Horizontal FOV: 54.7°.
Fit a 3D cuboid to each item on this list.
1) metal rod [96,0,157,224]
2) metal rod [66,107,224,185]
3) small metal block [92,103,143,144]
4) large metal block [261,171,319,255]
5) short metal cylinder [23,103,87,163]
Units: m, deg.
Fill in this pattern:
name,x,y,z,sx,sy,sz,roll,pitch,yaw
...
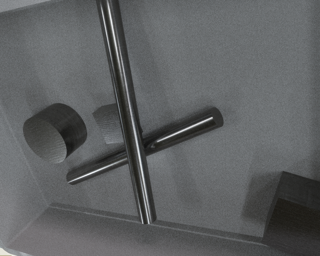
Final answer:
name,x,y,z,sx,sy,sz,roll,pitch,yaw
metal rod,-0.039,-0.009,0.396,0.025,0.025,0.298,1,112,27
metal rod,-0.042,0.037,0.452,0.299,0.025,0.025,-24,105,36
small metal block,-0.059,-0.007,0.433,0.050,0.025,0.050,-8,115,31
large metal block,0.174,0.108,0.367,0.080,0.050,0.079,16,125,18
short metal cylinder,-0.162,0.008,0.480,0.080,0.050,0.079,13,124,20
